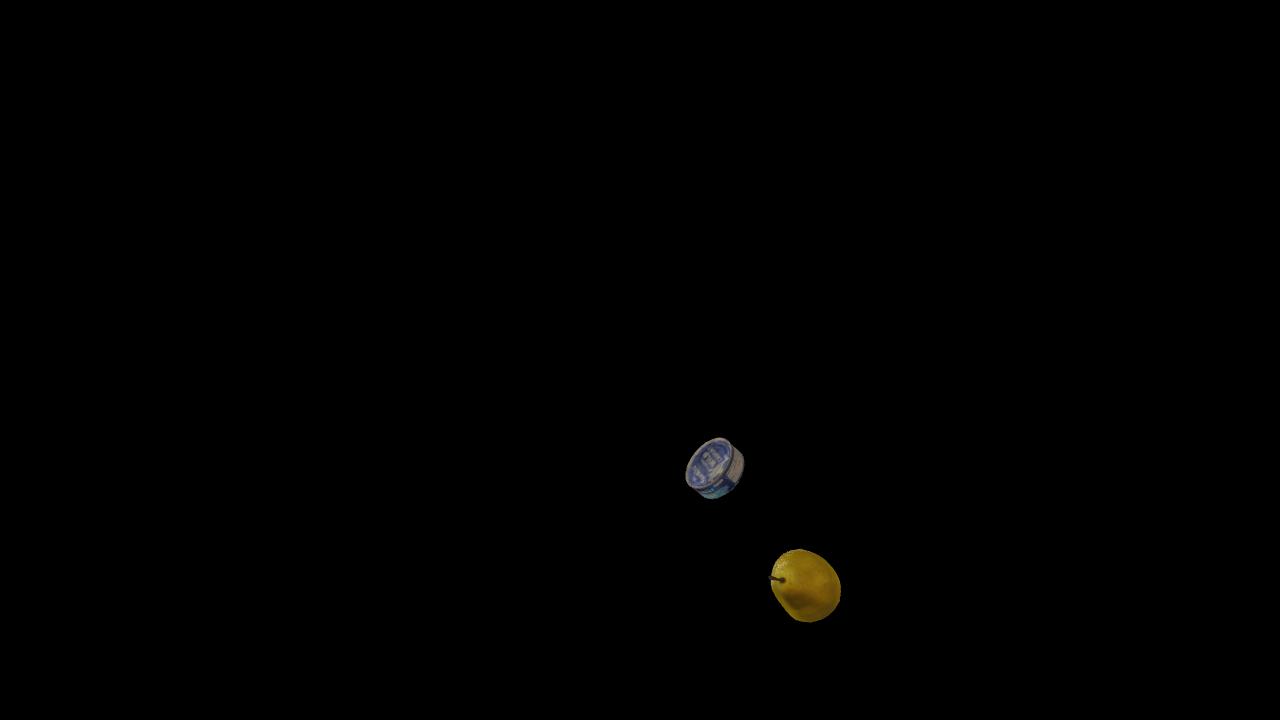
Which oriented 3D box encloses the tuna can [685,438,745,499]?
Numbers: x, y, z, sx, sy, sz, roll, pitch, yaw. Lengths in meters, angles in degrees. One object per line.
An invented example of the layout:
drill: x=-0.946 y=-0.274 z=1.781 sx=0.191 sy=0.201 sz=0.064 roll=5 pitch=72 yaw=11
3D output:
tuna can: x=0.106 y=0.153 z=0.868 sx=0.034 sy=0.084 sz=0.084 roll=43 pitch=-20 yaw=-23

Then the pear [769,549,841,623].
pear: x=0.177 y=0.249 z=0.680 sx=0.080 sy=0.080 sz=0.111 roll=0 pitch=-16 yaw=28
